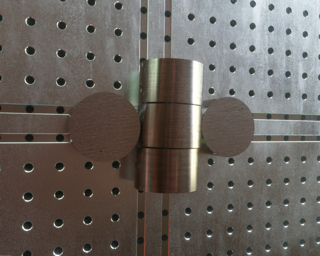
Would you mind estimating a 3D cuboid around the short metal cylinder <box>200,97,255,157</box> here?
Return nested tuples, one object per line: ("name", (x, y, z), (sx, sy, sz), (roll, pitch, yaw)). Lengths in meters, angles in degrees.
("short metal cylinder", (0.082, -0.001, 0.430), (0.081, 0.050, 0.079), (0, 90, -21))

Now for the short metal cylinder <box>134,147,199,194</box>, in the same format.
("short metal cylinder", (0.008, 0.049, 0.387), (0.081, 0.080, 0.050), (1, 90, -20))

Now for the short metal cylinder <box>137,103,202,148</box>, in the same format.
("short metal cylinder", (0.012, -0.002, 0.388), (0.081, 0.080, 0.050), (2, 90, -20))

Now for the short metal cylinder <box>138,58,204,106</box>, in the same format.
("short metal cylinder", (0.014, -0.054, 0.389), (0.081, 0.080, 0.050), (3, 89, -20))

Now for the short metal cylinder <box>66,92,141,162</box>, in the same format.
("short metal cylinder", (-0.069, -0.001, 0.374), (0.081, 0.050, 0.079), (0, 90, -21))
